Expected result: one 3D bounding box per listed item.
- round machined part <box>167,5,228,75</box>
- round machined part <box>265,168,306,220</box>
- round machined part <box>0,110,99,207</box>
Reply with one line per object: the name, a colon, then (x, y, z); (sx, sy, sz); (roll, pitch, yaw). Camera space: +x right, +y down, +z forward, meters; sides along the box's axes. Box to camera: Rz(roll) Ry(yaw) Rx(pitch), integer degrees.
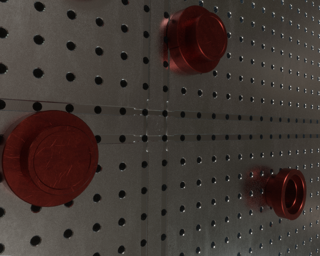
round machined part: (0.061, -0.129, 0.451); (0.099, 0.042, 0.097); (0, 90, -40)
round machined part: (0.244, 0.127, 0.607); (0.099, 0.042, 0.097); (0, 90, -40)
round machined part: (-0.105, 0.030, 0.311); (0.099, 0.042, 0.097); (0, 90, -40)
